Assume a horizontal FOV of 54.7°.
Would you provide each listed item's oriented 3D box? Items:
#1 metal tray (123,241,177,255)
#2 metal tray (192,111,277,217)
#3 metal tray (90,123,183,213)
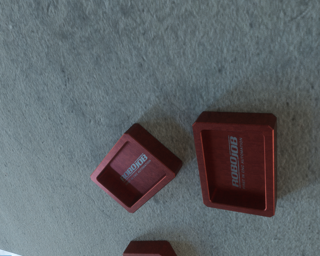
[{"bbox_3d":[0.000,0.265,0.566,0.090,0.030,0.129,-15,111,33],"label":"metal tray"},{"bbox_3d":[0.094,0.045,0.380,0.090,0.030,0.129,3,120,26],"label":"metal tray"},{"bbox_3d":[-0.039,0.064,0.461,0.090,0.030,0.129,41,129,-1],"label":"metal tray"}]
